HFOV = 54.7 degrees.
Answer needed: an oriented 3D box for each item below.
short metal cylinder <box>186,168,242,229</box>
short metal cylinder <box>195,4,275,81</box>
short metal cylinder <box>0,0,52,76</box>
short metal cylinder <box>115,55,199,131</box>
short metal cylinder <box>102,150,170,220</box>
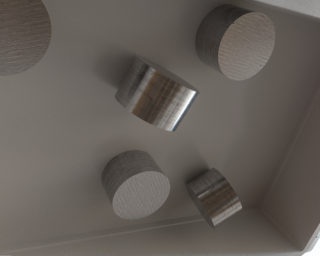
[{"bbox_3d":[0.083,0.110,0.486,0.050,0.080,0.080,-30,129,-9],"label":"short metal cylinder"},{"bbox_3d":[0.091,-0.104,0.377,0.081,0.050,0.079,-14,124,-21],"label":"short metal cylinder"},{"bbox_3d":[-0.138,-0.091,0.261,0.081,0.050,0.079,-14,124,-21],"label":"short metal cylinder"},{"bbox_3d":[-0.003,-0.039,0.347,0.080,0.080,0.050,20,108,-36],"label":"short metal cylinder"},{"bbox_3d":[-0.033,0.077,0.422,0.081,0.050,0.079,-14,124,-21],"label":"short metal cylinder"}]
